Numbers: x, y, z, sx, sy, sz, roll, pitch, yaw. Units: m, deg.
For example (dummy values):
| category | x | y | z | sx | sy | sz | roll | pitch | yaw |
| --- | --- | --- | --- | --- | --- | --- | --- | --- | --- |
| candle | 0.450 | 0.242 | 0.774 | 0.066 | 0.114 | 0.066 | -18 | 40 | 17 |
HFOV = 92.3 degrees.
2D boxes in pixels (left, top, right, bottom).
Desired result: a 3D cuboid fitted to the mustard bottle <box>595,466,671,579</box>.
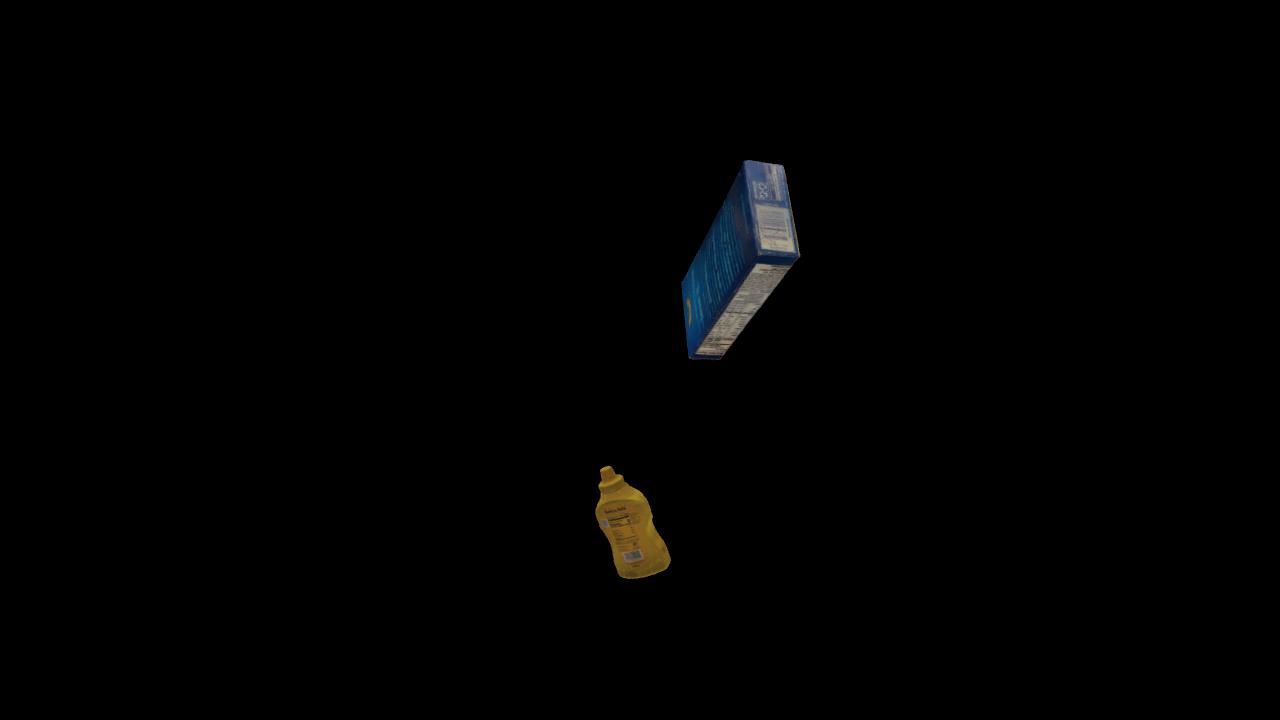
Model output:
| category | x | y | z | sx | sy | sz | roll | pitch | yaw |
| --- | --- | --- | --- | --- | --- | --- | --- | --- | --- |
| mustard bottle | -0.023 | 0.253 | 0.976 | 0.092 | 0.184 | 0.054 | -17 | 9 | 27 |

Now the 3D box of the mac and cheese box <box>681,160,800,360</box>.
| category | x | y | z | sx | sy | sz | roll | pitch | yaw |
| --- | --- | --- | --- | --- | --- | --- | --- | --- | --- |
| mac and cheese box | 0.083 | -0.080 | 0.558 | 0.041 | 0.093 | 0.184 | 1 | -25 | -13 |
